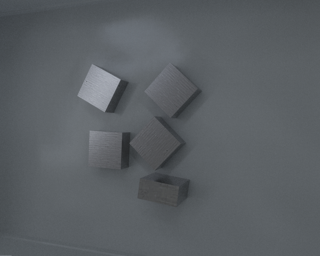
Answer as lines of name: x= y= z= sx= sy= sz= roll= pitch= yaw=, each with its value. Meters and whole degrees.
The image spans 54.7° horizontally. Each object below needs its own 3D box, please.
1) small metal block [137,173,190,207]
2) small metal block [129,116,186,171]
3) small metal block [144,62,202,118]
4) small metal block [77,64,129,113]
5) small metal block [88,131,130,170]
small metal block: x=0.006 y=0.077 z=0.394 sx=0.050 sy=0.050 sz=0.025 roll=8 pitch=93 yaw=19
small metal block: x=-0.003 y=0.020 z=0.411 sx=0.050 sy=0.025 sz=0.050 roll=46 pitch=104 yaw=14
small metal block: x=0.017 y=-0.048 z=0.404 sx=0.050 sy=0.025 sz=0.050 roll=46 pitch=104 yaw=14
small metal block: x=-0.080 y=-0.055 z=0.438 sx=0.050 sy=0.025 sz=0.050 roll=30 pitch=100 yaw=17
small metal block: x=-0.071 y=0.030 z=0.434 sx=0.050 sy=0.025 sz=0.050 roll=3 pitch=91 yaw=19
